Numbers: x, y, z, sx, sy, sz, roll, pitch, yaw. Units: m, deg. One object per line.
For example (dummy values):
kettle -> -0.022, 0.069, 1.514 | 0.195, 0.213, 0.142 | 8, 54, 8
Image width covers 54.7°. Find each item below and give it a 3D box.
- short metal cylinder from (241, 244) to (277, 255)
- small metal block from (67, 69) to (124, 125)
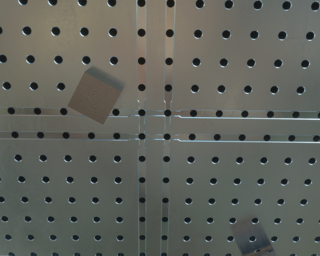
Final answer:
short metal cylinder -> 0.164, 0.224, 0.469 | 0.050, 0.080, 0.080 | -26, 108, 9
small metal block -> -0.082, -0.040, 0.397 | 0.050, 0.025, 0.050 | 28, 107, -11
